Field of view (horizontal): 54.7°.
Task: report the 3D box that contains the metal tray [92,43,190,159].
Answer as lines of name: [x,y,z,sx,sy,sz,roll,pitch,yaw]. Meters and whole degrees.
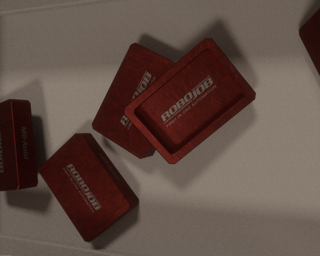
metal tray: [-0.024,-0.036,0.415,0.090,0.030,0.129,31,100,17]

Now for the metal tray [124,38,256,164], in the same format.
metal tray: [0.034,-0.031,0.369,0.130,0.030,0.090,-40,99,7]

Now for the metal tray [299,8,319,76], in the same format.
metal tray: [0.189,-0.085,0.287,0.030,0.130,0.090,-22,83,-3]

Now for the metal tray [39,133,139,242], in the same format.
metal tray: [-0.103,0.082,0.443,0.090,0.030,0.130,-42,77,15]

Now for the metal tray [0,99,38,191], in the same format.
metal tray: [-0.229,0.028,0.470,0.090,0.030,0.129,-12,83,36]
